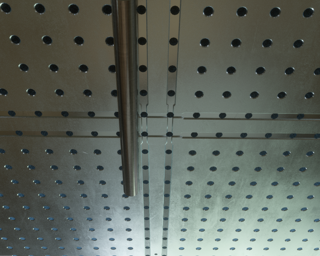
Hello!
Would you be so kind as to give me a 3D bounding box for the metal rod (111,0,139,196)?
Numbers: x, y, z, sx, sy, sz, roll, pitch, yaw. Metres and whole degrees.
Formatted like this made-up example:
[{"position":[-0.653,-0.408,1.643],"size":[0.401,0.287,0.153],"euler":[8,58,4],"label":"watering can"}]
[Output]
[{"position":[-0.041,-0.014,0.398],"size":[0.025,0.025,0.298],"euler":[1,130,-1],"label":"metal rod"}]
